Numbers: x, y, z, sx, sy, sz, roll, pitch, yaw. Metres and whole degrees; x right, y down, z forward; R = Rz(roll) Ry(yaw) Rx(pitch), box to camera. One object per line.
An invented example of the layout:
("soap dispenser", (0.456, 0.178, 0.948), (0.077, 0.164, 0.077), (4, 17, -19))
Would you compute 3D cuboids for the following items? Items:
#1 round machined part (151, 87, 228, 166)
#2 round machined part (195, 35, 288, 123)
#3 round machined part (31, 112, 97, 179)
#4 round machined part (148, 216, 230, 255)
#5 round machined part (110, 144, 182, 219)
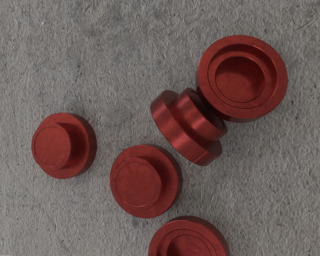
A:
("round machined part", (0.039, -0.008, 0.354), (0.042, 0.098, 0.098), (-42, 77, 21))
("round machined part", (0.090, -0.052, 0.356), (0.099, 0.042, 0.098), (0, 77, -1))
("round machined part", (-0.146, 0.026, 0.451), (0.098, 0.042, 0.097), (0, 90, 20))
("round machined part", (0.039, 0.158, 0.386), (0.098, 0.042, 0.097), (0, 90, 20))
("round machined part", (-0.023, 0.071, 0.408), (0.098, 0.042, 0.097), (0, 90, 20))
